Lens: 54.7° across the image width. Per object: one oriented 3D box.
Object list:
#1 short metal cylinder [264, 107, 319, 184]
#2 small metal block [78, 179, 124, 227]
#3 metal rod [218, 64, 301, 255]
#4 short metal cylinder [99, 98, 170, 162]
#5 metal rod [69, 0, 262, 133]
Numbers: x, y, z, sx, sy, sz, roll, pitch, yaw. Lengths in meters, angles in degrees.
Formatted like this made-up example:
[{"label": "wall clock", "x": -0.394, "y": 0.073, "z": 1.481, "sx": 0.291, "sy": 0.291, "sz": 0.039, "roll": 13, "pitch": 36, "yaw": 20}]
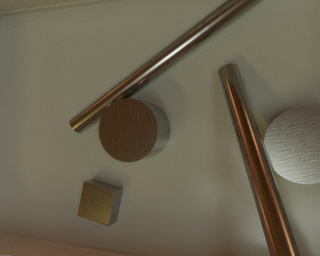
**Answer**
[{"label": "short metal cylinder", "x": 0.158, "y": 0.018, "z": 0.342, "sx": 0.080, "sy": 0.050, "sz": 0.079, "roll": 0, "pitch": 90, "yaw": 19}, {"label": "small metal block", "x": -0.084, "y": 0.105, "z": 0.439, "sx": 0.050, "sy": 0.025, "sz": 0.050, "roll": 12, "pitch": 94, "yaw": 19}, {"label": "metal rod", "x": 0.104, "y": 0.058, "z": 0.310, "sx": 0.025, "sy": 0.025, "sz": 0.299, "roll": -19, "pitch": 59, "yaw": 18}, {"label": "short metal cylinder", "x": -0.032, "y": 0.003, "z": 0.408, "sx": 0.080, "sy": 0.050, "sz": 0.079, "roll": 0, "pitch": 90, "yaw": 19}, {"label": "metal rod", "x": -0.003, "y": -0.083, "z": 0.410, "sx": 0.300, "sy": 0.025, "sz": 0.025, "roll": -34, "pitch": 79, "yaw": 16}]
